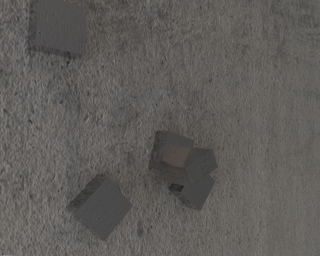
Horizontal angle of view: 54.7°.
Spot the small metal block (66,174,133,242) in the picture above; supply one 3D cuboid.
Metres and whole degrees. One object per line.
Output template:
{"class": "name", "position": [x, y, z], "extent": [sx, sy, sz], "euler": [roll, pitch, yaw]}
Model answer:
{"class": "small metal block", "position": [-0.067, 0.089, 0.349], "extent": [0.050, 0.025, 0.050], "euler": [-49, 119, -29]}

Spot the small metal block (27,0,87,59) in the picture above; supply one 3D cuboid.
{"class": "small metal block", "position": [-0.104, -0.102, 0.317], "extent": [0.050, 0.025, 0.050], "euler": [3, 88, -40]}

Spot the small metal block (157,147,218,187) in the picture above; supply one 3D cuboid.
{"class": "small metal block", "position": [0.034, 0.047, 0.384], "extent": [0.050, 0.050, 0.025], "euler": [-29, 108, -36]}

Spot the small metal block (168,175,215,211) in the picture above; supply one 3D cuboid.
{"class": "small metal block", "position": [0.047, 0.082, 0.444], "extent": [0.050, 0.025, 0.050], "euler": [47, 62, -30]}

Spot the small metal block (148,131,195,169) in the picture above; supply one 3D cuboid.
{"class": "small metal block", "position": [0.017, 0.034, 0.418], "extent": [0.050, 0.025, 0.050], "euler": [20, 78, -38]}
